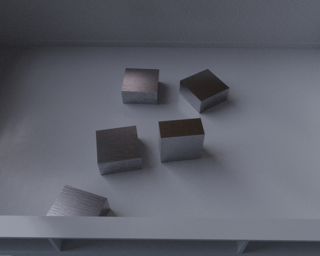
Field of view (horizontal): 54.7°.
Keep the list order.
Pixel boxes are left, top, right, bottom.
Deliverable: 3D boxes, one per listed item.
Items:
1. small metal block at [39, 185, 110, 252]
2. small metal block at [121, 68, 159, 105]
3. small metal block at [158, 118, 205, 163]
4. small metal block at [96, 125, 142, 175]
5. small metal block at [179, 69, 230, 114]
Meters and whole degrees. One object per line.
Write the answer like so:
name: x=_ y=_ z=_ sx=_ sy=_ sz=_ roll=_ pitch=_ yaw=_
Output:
small metal block: x=-0.087 y=0.094 z=0.326 sx=0.050 sy=0.025 sz=0.050 roll=15 pitch=52 yaw=12
small metal block: x=-0.027 y=-0.062 z=0.457 sx=0.050 sy=0.025 sz=0.050 roll=2 pitch=50 yaw=2
small metal block: x=0.025 y=0.016 z=0.376 sx=0.050 sy=0.050 sz=0.025 roll=-5 pitch=50 yaw=-4
small metal block: x=-0.051 y=0.027 z=0.382 sx=0.050 sy=0.025 sz=0.050 roll=-8 pitch=50 yaw=-7
small metal block: x=0.064 y=-0.054 z=0.451 sx=0.050 sy=0.025 sz=0.050 roll=-26 pitch=55 yaw=-20
